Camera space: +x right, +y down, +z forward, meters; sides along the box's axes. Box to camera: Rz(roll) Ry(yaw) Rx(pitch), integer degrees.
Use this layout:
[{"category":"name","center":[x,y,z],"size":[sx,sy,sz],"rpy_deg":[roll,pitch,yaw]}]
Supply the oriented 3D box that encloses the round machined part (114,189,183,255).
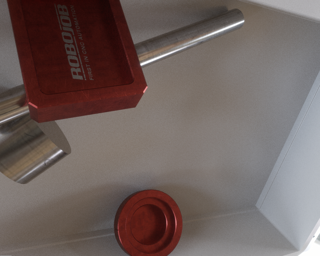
[{"category":"round machined part","center":[-0.020,0.141,0.454],"size":[0.099,0.042,0.098],"rpy_deg":[6,75,-23]}]

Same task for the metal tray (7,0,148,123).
[{"category":"metal tray","center":[-0.073,-0.075,0.262],"size":[0.091,0.129,0.030],"rpy_deg":[-11,163,-23]}]

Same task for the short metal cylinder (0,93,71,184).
[{"category":"short metal cylinder","center":[-0.134,0.008,0.305],"size":[0.050,0.080,0.080],"rpy_deg":[-36,129,-5]}]

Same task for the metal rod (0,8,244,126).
[{"category":"metal rod","center":[-0.025,-0.071,0.311],"size":[0.302,0.025,0.025],"rpy_deg":[-28,130,-27]}]
